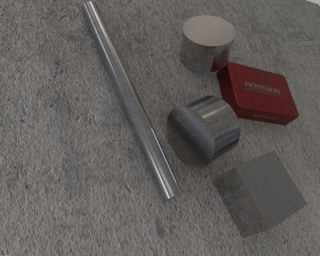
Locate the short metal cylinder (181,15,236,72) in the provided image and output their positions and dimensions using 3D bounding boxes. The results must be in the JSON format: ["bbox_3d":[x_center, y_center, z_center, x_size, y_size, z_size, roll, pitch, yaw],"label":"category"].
[{"bbox_3d":[0.074,-0.134,0.491,0.081,0.050,0.080,1,52,-1],"label":"short metal cylinder"}]

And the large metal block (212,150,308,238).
[{"bbox_3d":[0.130,0.085,0.406,0.081,0.050,0.080,-15,70,-34],"label":"large metal block"}]

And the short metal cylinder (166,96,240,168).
[{"bbox_3d":[0.054,0.004,0.395,0.050,0.080,0.080,-24,75,-36],"label":"short metal cylinder"}]

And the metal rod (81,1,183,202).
[{"bbox_3d":[-0.044,-0.048,0.408,0.025,0.025,0.299,-12,68,-33],"label":"metal rod"}]

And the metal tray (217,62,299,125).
[{"bbox_3d":[0.165,-0.057,0.524,0.131,0.030,0.090,7,58,-24],"label":"metal tray"}]
